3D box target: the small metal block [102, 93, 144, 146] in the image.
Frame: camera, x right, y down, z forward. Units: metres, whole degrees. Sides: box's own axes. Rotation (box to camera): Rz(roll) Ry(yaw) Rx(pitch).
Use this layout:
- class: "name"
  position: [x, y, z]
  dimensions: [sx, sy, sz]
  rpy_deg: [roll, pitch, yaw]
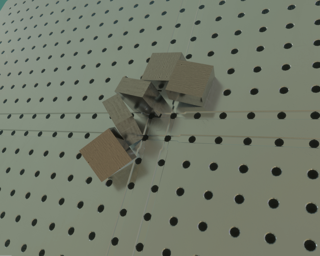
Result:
- class: "small metal block"
  position: [-0.050, -0.011, 0.424]
  dimensions: [0.025, 0.050, 0.050]
  rpy_deg: [-30, 51, -6]

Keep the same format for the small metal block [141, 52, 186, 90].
- class: "small metal block"
  position: [0.007, -0.083, 0.457]
  dimensions: [0.050, 0.025, 0.050]
  rpy_deg: [7, 65, 31]

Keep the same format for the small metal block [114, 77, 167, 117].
- class: "small metal block"
  position: [-0.027, -0.044, 0.434]
  dimensions: [0.050, 0.050, 0.025]
  rpy_deg: [15, 70, 34]

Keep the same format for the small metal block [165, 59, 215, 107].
- class: "small metal block"
  position: [0.041, -0.061, 0.418]
  dimensions: [0.050, 0.025, 0.050]
  rpy_deg: [15, 69, 20]

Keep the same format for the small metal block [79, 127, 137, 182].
- class: "small metal block"
  position: [-0.068, 0.034, 0.406]
  dimensions: [0.050, 0.025, 0.050]
  rpy_deg: [-36, 88, 9]
